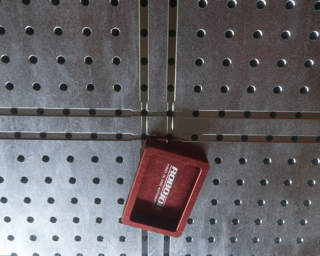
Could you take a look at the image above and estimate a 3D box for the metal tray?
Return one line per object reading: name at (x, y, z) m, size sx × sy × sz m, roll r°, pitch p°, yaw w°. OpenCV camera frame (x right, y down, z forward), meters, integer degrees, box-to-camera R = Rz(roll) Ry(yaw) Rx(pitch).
metal tray at (0.006, 0.088, 0.442) m, size 0.090 × 0.030 × 0.129 m, roll 17°, pitch 109°, yaw -6°
